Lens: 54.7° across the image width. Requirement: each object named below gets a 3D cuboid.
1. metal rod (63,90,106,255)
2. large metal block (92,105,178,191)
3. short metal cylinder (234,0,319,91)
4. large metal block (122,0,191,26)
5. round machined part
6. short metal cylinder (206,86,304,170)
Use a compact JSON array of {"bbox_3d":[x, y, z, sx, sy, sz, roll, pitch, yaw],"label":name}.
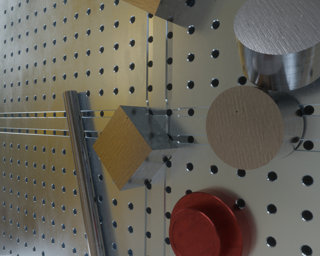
[{"bbox_3d":[-0.125,0.083,0.512,0.025,0.025,0.299,-20,77,38],"label":"metal rod"},{"bbox_3d":[-0.036,0.026,0.423,0.080,0.050,0.080,52,121,27],"label":"large metal block"},{"bbox_3d":[0.110,-0.080,0.278,0.080,0.050,0.080,-9,58,16],"label":"short metal cylinder"},{"bbox_3d":[-0.001,-0.188,0.394,0.080,0.050,0.079,37,113,33],"label":"large metal block"},{"bbox_3d":[0.049,0.123,0.358,0.098,0.042,0.097,0,90,40],"label":"round machined part"},{"bbox_3d":[0.094,-0.002,0.311,0.080,0.050,0.079,6,99,42],"label":"short metal cylinder"}]
